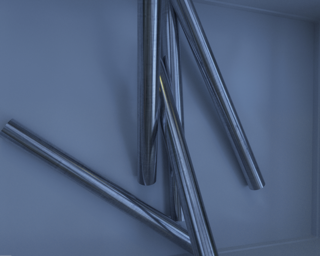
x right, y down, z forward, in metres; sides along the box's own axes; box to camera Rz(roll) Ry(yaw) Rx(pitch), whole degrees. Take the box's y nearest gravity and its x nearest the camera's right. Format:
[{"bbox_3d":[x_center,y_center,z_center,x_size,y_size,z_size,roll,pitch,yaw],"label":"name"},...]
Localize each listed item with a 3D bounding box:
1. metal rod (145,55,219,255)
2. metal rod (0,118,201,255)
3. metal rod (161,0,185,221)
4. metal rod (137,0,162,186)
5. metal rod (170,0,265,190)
[{"bbox_3d":[0.025,0.043,0.359,0.025,0.025,0.299,-7,69,-20],"label":"metal rod"},{"bbox_3d":[-0.054,0.084,0.383,0.301,0.025,0.025,36,78,-14],"label":"metal rod"},{"bbox_3d":[0.019,-0.026,0.418,0.025,0.025,0.298,-3,91,-20],"label":"metal rod"},{"bbox_3d":[-0.012,-0.065,0.340,0.025,0.025,0.298,-9,119,-20],"label":"metal rod"},{"bbox_3d":[0.084,-0.044,0.429,0.025,0.025,0.299,-30,105,-18],"label":"metal rod"}]
